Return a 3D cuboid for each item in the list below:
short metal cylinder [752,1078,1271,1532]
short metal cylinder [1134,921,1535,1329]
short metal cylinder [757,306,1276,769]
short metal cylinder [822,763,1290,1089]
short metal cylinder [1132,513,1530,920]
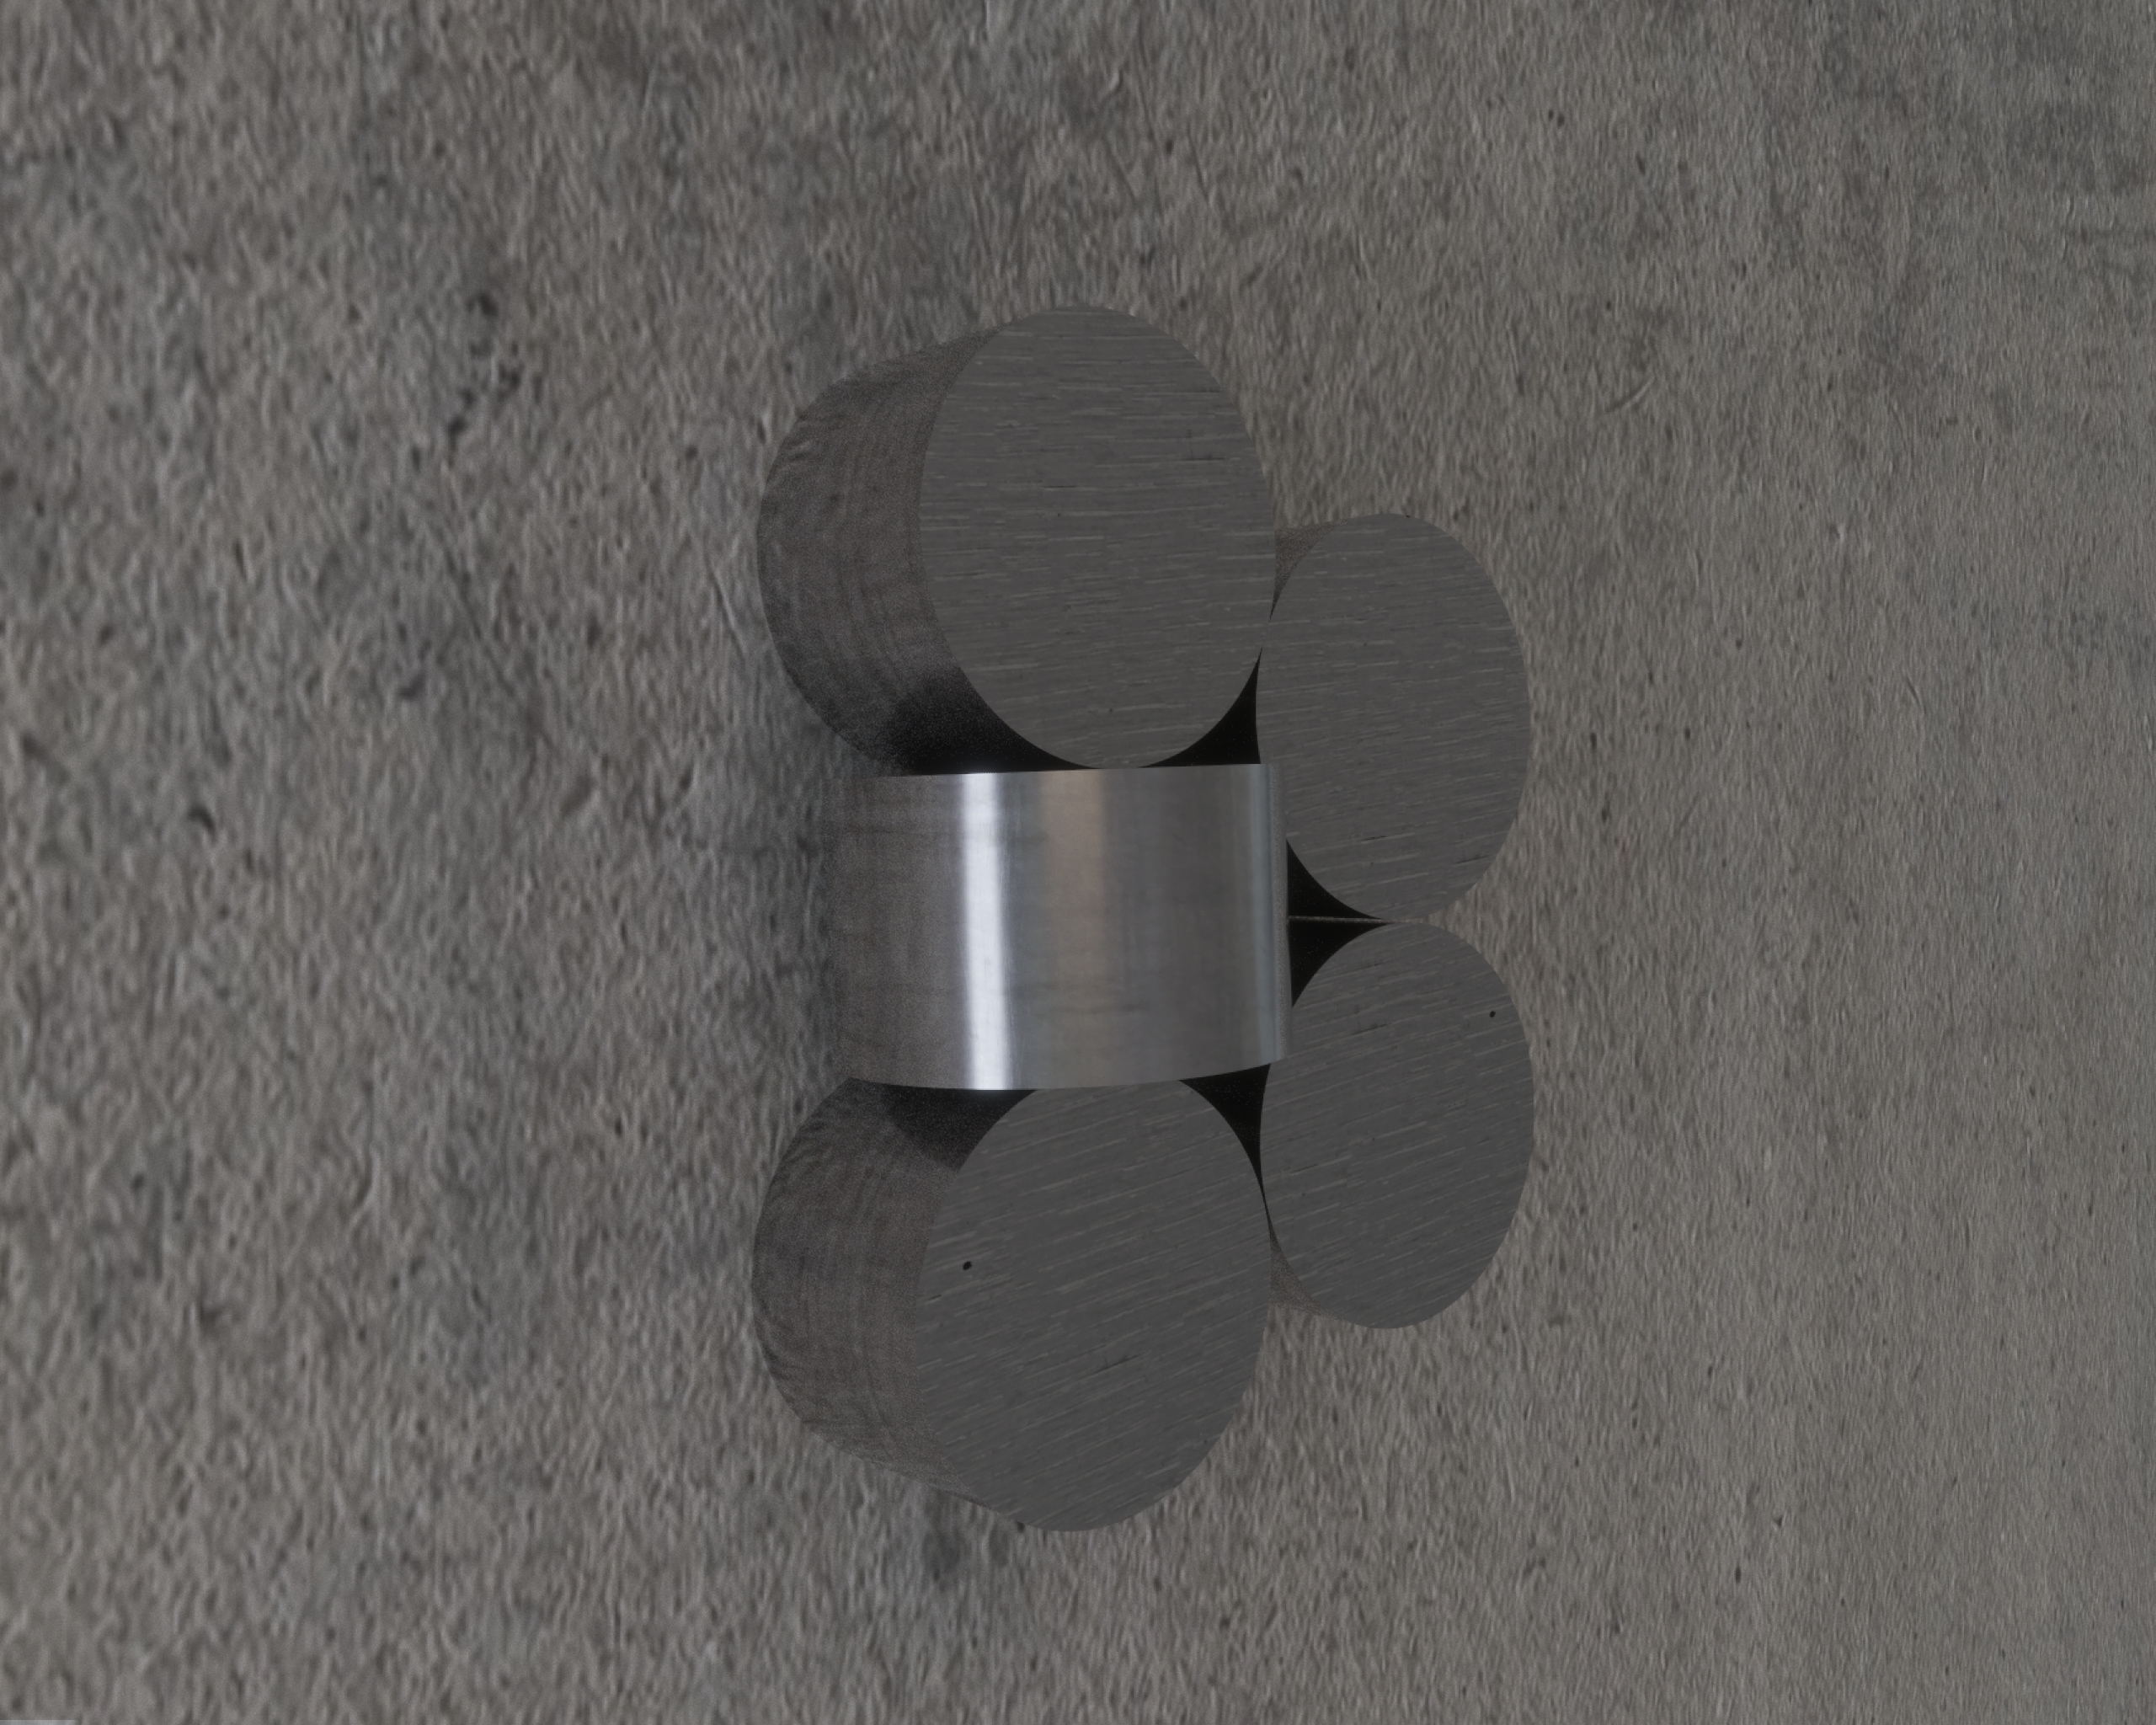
[{"bbox_3d":[-0.011,0.075,0.379,0.081,0.050,0.080,0,90,-40],"label":"short metal cylinder"},{"bbox_3d":[0.048,0.051,0.429,0.081,0.050,0.080,0,90,-40],"label":"short metal cylinder"},{"bbox_3d":[-0.010,-0.056,0.379,0.081,0.050,0.080,0,90,-40],"label":"short metal cylinder"},{"bbox_3d":[-0.003,0.009,0.366,0.081,0.080,0.050,-4,93,-40],"label":"short metal cylinder"},{"bbox_3d":[0.047,-0.029,0.428,0.081,0.050,0.080,0,90,-40],"label":"short metal cylinder"}]
